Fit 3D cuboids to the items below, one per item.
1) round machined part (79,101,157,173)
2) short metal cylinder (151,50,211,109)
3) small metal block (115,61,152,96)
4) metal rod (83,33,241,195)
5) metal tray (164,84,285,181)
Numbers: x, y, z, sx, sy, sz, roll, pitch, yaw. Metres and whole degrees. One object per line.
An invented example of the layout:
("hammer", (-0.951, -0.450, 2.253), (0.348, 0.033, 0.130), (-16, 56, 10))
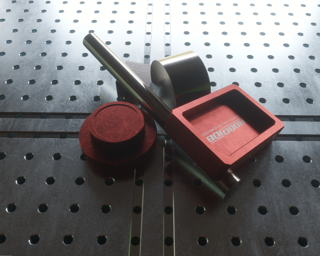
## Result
("round machined part", (-0.053, 0.004, 0.391), (0.099, 0.042, 0.098), (0, 50, 0))
("short metal cylinder", (0.026, -0.060, 0.422), (0.050, 0.080, 0.080), (-20, 53, -16))
("small metal block", (-0.034, -0.073, 0.469), (0.050, 0.025, 0.050), (10, 51, 8))
("metal rod", (-0.011, -0.033, 0.413), (0.025, 0.025, 0.300), (-33, 65, -24))
("metal tray", (0.081, -0.001, 0.379), (0.131, 0.030, 0.090), (-25, 61, -39))
